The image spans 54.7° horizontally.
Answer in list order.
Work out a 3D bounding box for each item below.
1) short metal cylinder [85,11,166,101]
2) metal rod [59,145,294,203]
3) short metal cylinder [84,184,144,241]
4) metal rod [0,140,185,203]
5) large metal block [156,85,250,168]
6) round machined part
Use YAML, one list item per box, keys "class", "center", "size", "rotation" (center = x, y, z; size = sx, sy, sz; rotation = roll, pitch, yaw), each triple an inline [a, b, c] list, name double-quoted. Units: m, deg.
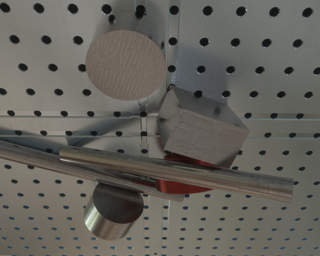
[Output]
- class: "short metal cylinder"
  center: [-0.034, -0.076, 0.330]
  size: [0.081, 0.050, 0.079]
  rotation: [0, 130, 0]
- class: "metal rod"
  center: [0.000, 0.050, 0.380]
  size: [0.301, 0.025, 0.025]
  rotation: [6, 134, 25]
- class: "short metal cylinder"
  center: [-0.072, 0.125, 0.482]
  size: [0.080, 0.080, 0.050]
  rotation: [19, 128, -15]
- class: "metal rod"
  center: [-0.104, 0.066, 0.466]
  size: [0.302, 0.025, 0.025]
  rotation: [17, 128, -15]
- class: "large metal block"
  center: [0.046, -0.004, 0.365]
  size: [0.081, 0.080, 0.050]
  rotation: [17, 112, -15]
- class: "round machined part"
  center: [0.041, 0.056, 0.425]
  size: [0.099, 0.098, 0.042]
  rotation: [-7, 93, 6]
